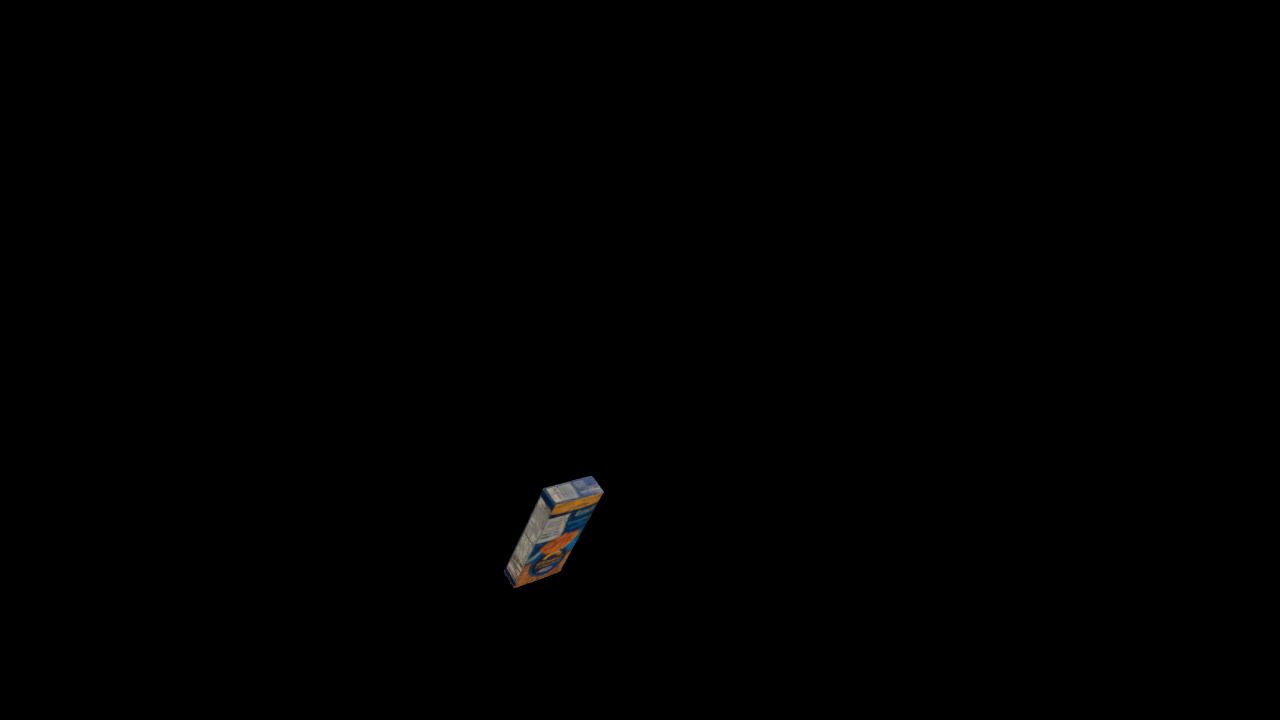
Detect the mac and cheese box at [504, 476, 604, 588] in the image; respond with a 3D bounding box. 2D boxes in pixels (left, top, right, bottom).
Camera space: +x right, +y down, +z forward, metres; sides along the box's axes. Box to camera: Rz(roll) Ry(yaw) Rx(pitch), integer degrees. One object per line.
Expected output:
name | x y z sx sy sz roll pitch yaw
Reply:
mac and cheese box | -0.130 0.257 0.919 0.093 0.184 0.041 -6 42 -46
